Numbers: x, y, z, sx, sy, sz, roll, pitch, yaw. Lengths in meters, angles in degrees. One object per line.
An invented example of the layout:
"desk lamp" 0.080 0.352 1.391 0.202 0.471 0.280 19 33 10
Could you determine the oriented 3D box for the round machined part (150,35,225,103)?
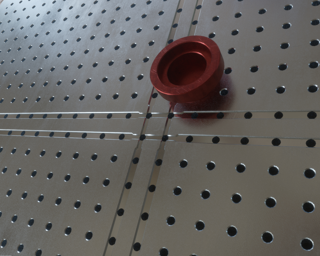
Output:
"round machined part" 0.040 -0.075 0.421 0.098 0.042 0.098 -13 56 20
